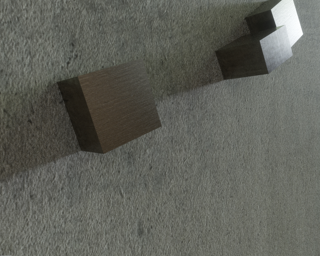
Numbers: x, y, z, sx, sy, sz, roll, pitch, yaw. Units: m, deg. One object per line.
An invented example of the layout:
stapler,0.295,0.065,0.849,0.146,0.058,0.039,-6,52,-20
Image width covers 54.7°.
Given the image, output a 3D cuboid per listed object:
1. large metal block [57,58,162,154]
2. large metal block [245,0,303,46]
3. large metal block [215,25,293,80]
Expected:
large metal block,-0.054,-0.025,0.343,0.081,0.050,0.080,-26,106,-37
large metal block,0.209,-0.185,0.563,0.080,0.050,0.080,-43,116,-32
large metal block,0.150,-0.119,0.494,0.081,0.080,0.050,-35,112,-35
